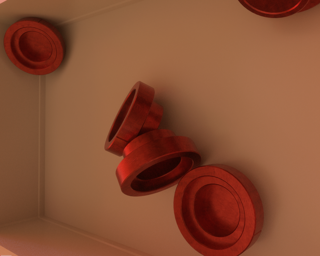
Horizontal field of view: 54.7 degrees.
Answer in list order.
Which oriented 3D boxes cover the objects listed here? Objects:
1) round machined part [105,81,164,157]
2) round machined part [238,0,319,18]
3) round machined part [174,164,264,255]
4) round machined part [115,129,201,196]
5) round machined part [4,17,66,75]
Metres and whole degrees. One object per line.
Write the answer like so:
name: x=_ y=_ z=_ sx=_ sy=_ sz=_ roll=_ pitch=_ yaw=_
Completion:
round machined part: x=-0.030 y=-0.007 z=0.397 sx=0.097 sy=0.042 sz=0.098 roll=-56 pitch=17 yaw=27
round machined part: x=0.102 y=-0.136 z=0.270 sx=0.098 sy=0.098 sz=0.042 roll=12 pitch=67 yaw=39
round machined part: x=0.066 y=0.088 z=0.340 sx=0.098 sy=0.042 sz=0.097 roll=0 pitch=90 yaw=39
round machined part: x=-0.005 y=0.038 z=0.362 sx=0.098 sy=0.099 sz=0.042 roll=-45 pitch=55 yaw=30
round machined part: x=-0.217 y=-0.147 z=0.548 sx=0.097 sy=0.098 sz=0.042 roll=-52 pitch=22 yaw=27
